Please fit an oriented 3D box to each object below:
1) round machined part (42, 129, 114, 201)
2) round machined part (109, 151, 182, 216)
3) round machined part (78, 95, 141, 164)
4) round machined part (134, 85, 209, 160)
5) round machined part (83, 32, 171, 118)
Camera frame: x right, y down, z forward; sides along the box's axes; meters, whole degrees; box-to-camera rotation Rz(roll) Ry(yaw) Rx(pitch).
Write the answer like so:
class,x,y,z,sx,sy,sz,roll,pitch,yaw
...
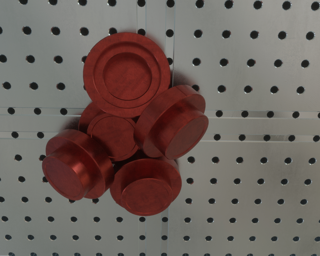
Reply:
class,x,y,z,sx,sy,sz,roll,pitch,yaw
round machined part,-0.111,0.054,0.397,0.098,0.042,0.097,17,128,24
round machined part,-0.019,0.081,0.421,0.099,0.042,0.097,-3,122,-5
round machined part,-0.057,0.004,0.404,0.099,0.042,0.097,0,110,-1
round machined part,0.020,0.000,0.373,0.042,0.099,0.098,45,109,28
round machined part,-0.039,-0.060,0.370,0.099,0.042,0.097,0,89,-6
